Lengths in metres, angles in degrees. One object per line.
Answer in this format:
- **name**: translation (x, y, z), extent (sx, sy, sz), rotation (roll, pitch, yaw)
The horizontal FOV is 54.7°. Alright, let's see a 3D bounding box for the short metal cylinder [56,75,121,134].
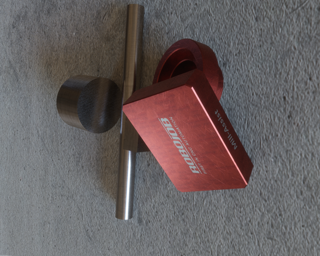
- **short metal cylinder**: translation (-0.101, -0.036, 0.453), extent (0.050, 0.081, 0.079), rotation (14, 99, 39)

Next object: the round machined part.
- **round machined part**: translation (0.034, -0.048, 0.353), extent (0.098, 0.042, 0.098), rotation (-22, 64, 54)

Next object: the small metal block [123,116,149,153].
- **small metal block**: translation (-0.019, 0.004, 0.405), extent (0.025, 0.050, 0.050), rotation (9, 96, 40)

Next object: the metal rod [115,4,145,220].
- **metal rod**: translation (-0.043, -0.020, 0.440), extent (0.025, 0.025, 0.298), rotation (6, 94, 40)

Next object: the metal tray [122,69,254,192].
- **metal tray**: translation (0.031, 0.011, 0.329), extent (0.090, 0.030, 0.130), rotation (-14, 119, 39)
